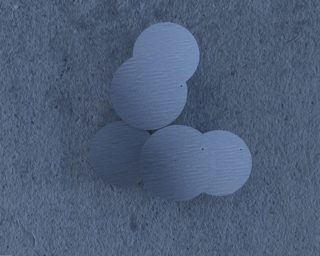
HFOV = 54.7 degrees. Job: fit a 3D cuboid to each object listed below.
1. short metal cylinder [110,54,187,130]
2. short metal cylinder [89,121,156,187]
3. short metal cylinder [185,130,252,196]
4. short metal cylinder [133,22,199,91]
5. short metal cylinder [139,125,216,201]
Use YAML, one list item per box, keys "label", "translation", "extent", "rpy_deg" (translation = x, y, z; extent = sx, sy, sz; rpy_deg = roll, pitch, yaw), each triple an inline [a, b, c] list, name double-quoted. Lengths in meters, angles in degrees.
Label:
- label: "short metal cylinder"
  translation: [-0.012, -0.038, 0.348]
  extent: [0.080, 0.050, 0.080]
  rpy_deg: [0, 90, 0]
- label: "short metal cylinder"
  translation: [-0.045, 0.031, 0.398]
  extent: [0.081, 0.050, 0.080]
  rpy_deg: [0, 90, 0]
- label: "short metal cylinder"
  translation: [0.071, 0.042, 0.399]
  extent: [0.081, 0.050, 0.080]
  rpy_deg: [0, 90, 0]
- label: "short metal cylinder"
  translation: [0.007, -0.088, 0.399]
  extent: [0.081, 0.050, 0.080]
  rpy_deg: [0, 90, 0]
- label: "short metal cylinder"
  translation: [0.018, 0.036, 0.348]
  extent: [0.081, 0.050, 0.080]
  rpy_deg: [0, 90, -1]
